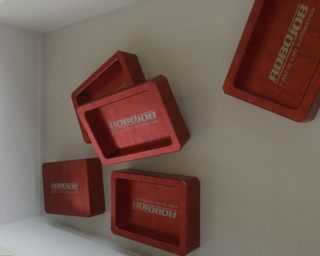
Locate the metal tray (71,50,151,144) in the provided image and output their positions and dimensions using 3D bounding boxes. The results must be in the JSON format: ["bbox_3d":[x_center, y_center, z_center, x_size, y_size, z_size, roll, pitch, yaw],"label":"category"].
[{"bbox_3d":[-0.076,-0.042,0.463,0.130,0.030,0.090,-32,71,35],"label":"metal tray"}]

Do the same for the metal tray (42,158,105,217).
[{"bbox_3d":[-0.150,0.100,0.524,0.130,0.030,0.089,-9,84,39],"label":"metal tray"}]

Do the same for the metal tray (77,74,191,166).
[{"bbox_3d":[-0.037,-0.006,0.400,0.130,0.030,0.090,-15,105,32],"label":"metal tray"}]

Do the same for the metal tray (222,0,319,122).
[{"bbox_3d":[0.125,-0.080,0.299,0.090,0.030,0.129,29,108,36],"label":"metal tray"}]

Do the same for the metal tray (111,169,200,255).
[{"bbox_3d":[-0.010,0.105,0.409,0.130,0.030,0.089,0,90,39],"label":"metal tray"}]
